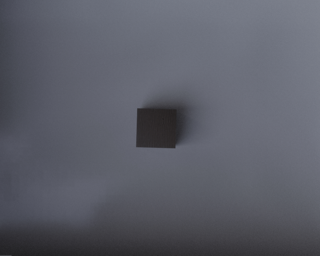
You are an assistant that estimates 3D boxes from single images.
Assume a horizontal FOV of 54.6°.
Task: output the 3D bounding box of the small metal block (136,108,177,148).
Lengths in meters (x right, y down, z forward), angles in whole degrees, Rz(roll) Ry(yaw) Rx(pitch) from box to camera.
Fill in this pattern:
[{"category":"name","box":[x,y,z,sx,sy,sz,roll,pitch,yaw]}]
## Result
[{"category":"small metal block","box":[-0.005,0.000,0.408,0.050,0.025,0.050,2,90,0]}]
